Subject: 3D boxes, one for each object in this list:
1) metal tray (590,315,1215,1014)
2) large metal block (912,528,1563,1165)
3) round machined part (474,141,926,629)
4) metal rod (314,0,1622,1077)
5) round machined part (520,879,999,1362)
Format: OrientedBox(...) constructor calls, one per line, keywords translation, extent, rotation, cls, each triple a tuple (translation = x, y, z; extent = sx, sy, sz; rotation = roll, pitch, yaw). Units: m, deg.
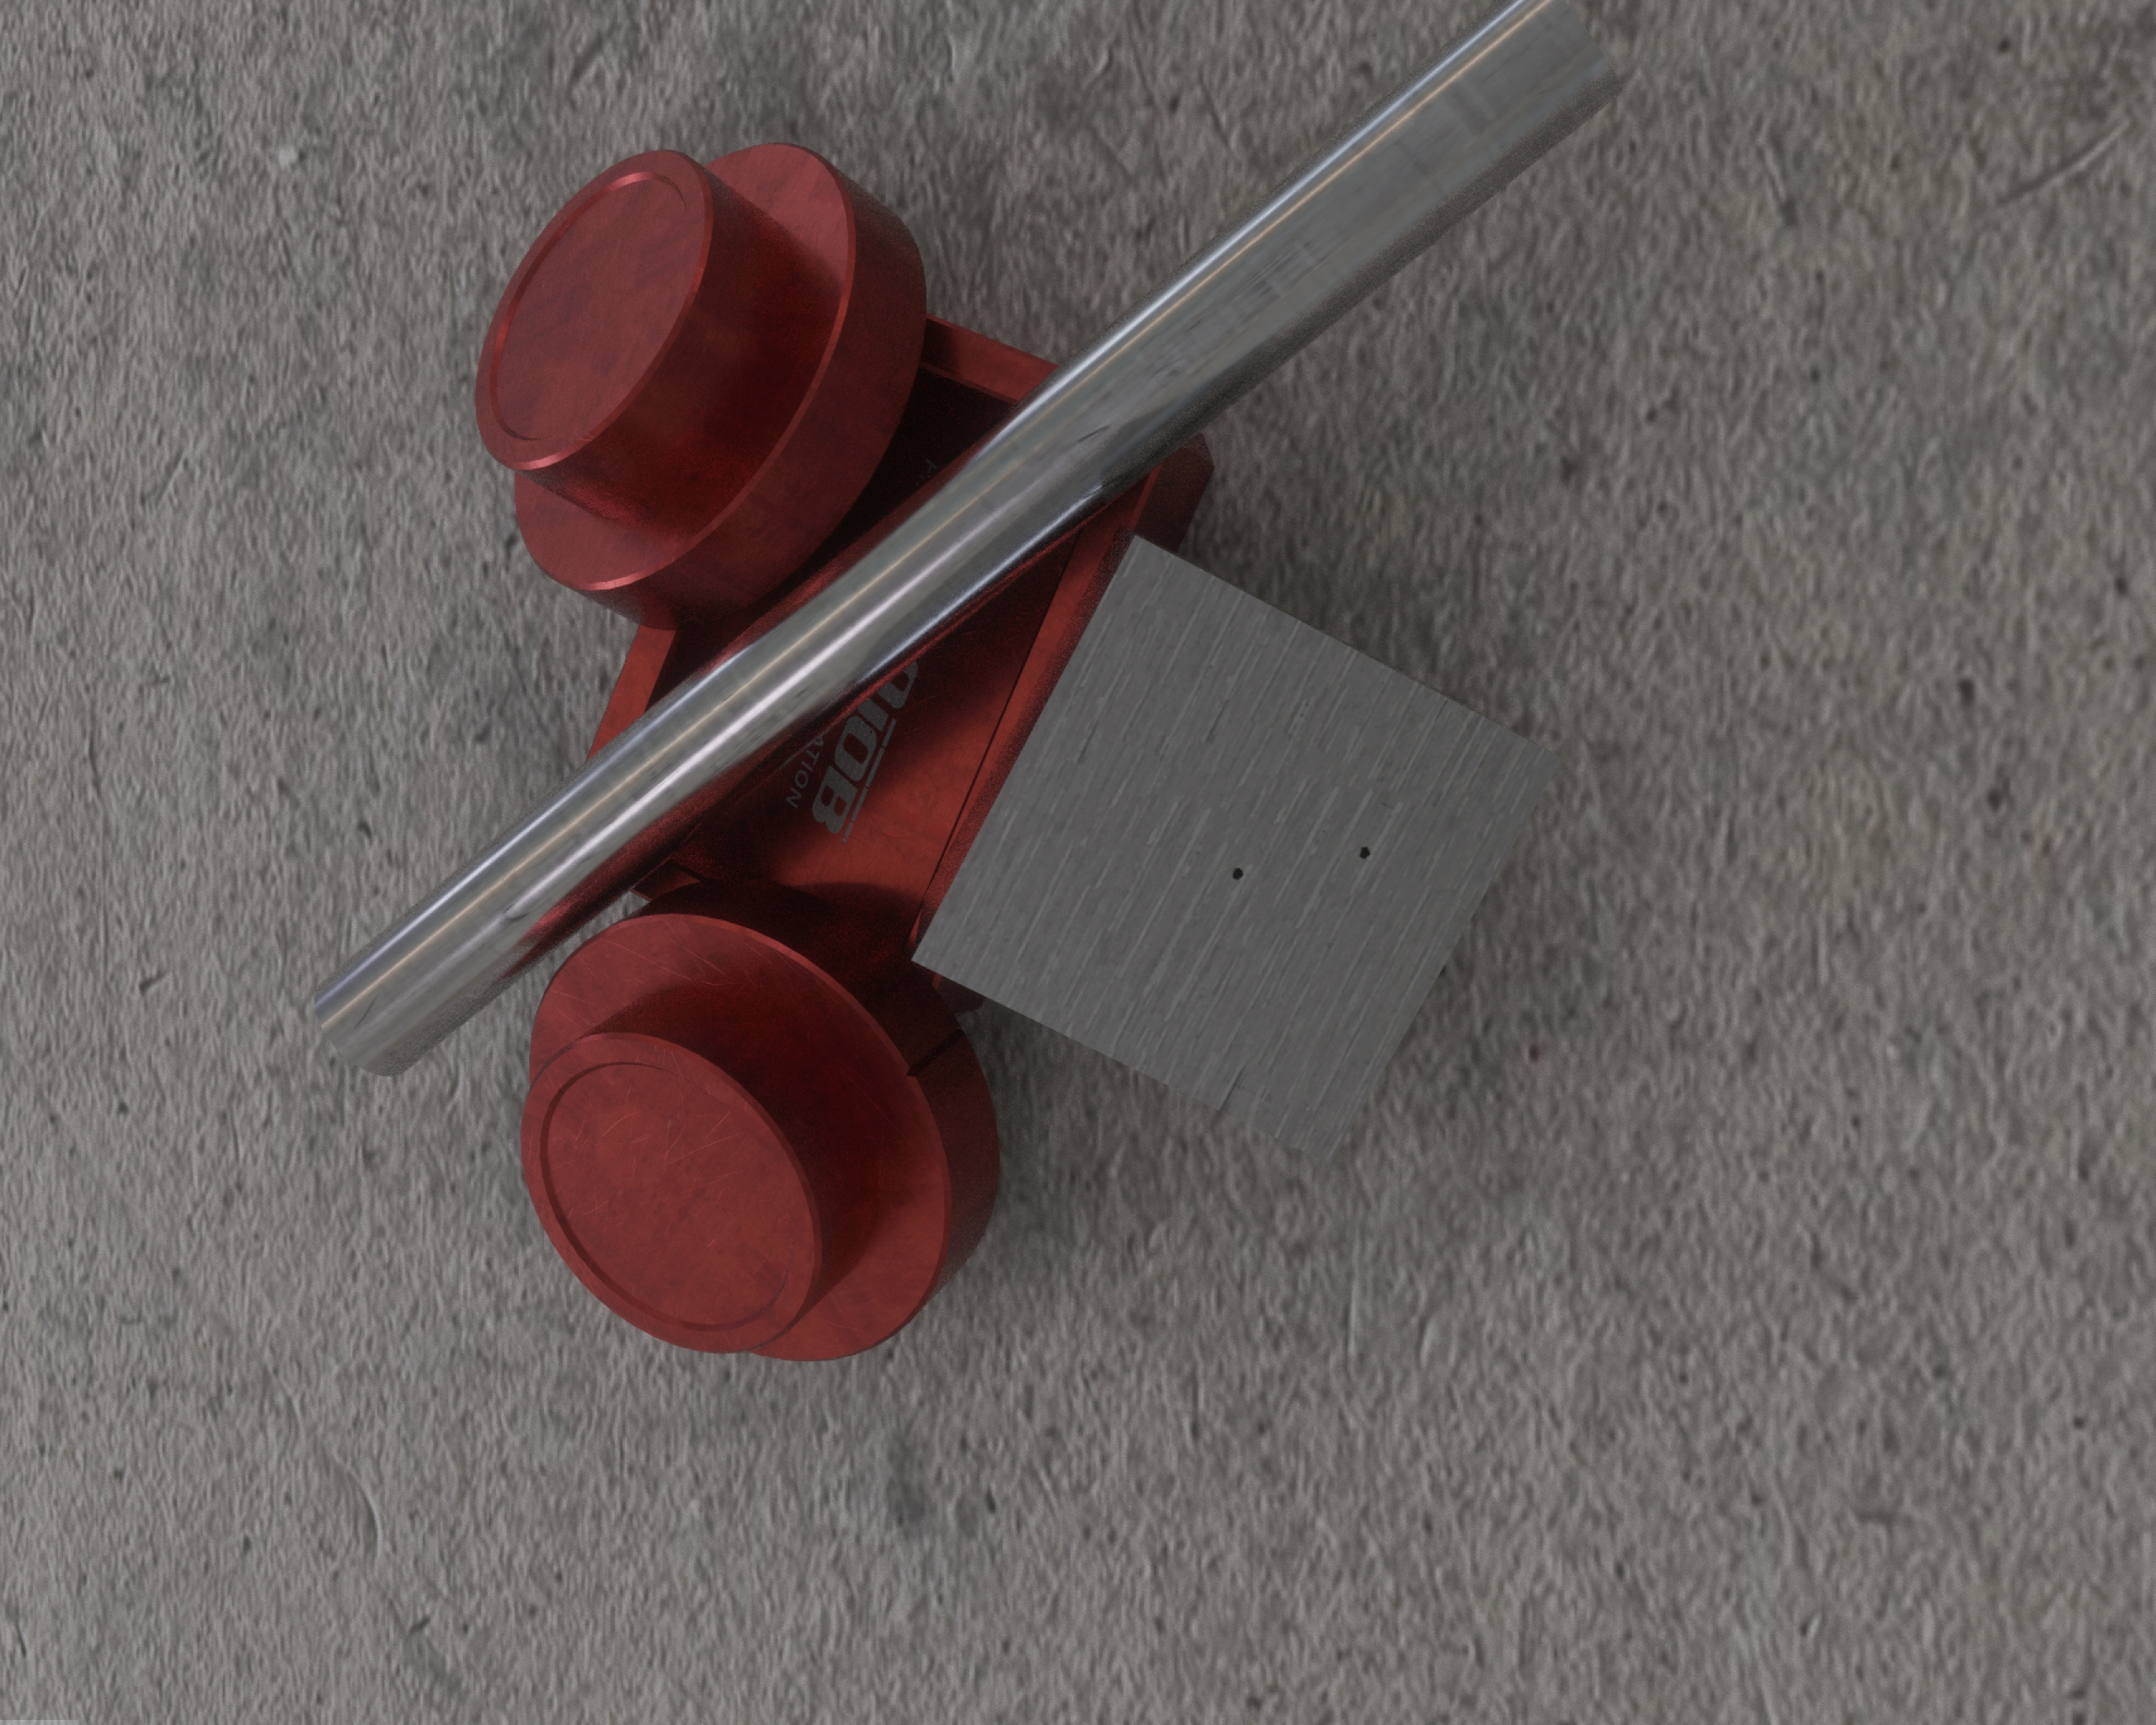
OrientedBox(translation=(-0.040, -0.043, 0.421), extent=(0.090, 0.030, 0.129), rotation=(26, 98, 18), cls="metal tray")
OrientedBox(translation=(0.026, -0.005, 0.372), extent=(0.080, 0.050, 0.080), rotation=(27, 99, -7), cls="large metal block")
OrientedBox(translation=(-0.080, -0.098, 0.408), extent=(0.098, 0.042, 0.098), rotation=(-19, 59, 34), cls="round machined part")
OrientedBox(translation=(-0.032, -0.053, 0.390), extent=(0.300, 0.025, 0.025), rotation=(-37, 78, 16), cls="metal rod")
OrientedBox(translation=(-0.068, 0.056, 0.407), extent=(0.098, 0.042, 0.097), rotation=(10, 115, 23), cls="round machined part")
